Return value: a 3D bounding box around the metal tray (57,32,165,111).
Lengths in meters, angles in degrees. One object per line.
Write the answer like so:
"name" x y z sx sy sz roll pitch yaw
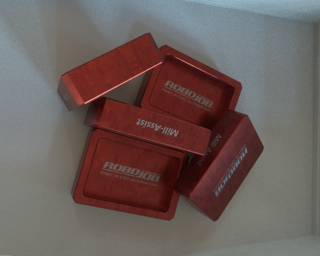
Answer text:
"metal tray" -0.060 -0.054 0.330 0.091 0.130 0.030 -31 101 -17

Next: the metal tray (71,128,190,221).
"metal tray" -0.035 0.059 0.393 0.131 0.030 0.090 17 84 -20

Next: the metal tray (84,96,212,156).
"metal tray" -0.018 0.000 0.367 0.131 0.090 0.030 17 85 -20

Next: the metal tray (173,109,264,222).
"metal tray" 0.084 0.051 0.417 0.130 0.030 0.090 -53 135 -12

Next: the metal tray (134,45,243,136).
"metal tray" 0.040 -0.043 0.422 0.131 0.030 0.090 22 83 -19
